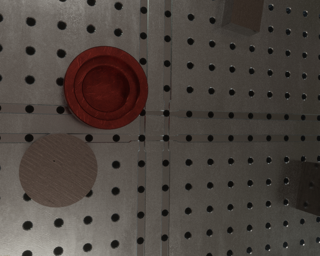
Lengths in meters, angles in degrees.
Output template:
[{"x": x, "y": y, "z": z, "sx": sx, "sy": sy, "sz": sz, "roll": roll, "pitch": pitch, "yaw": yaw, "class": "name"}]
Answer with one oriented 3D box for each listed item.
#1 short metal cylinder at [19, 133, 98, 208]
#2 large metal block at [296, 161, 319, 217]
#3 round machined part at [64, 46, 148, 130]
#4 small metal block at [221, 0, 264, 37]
[{"x": -0.117, "y": 0.046, "z": 0.357, "sx": 0.081, "sy": 0.050, "sz": 0.079, "roll": 0, "pitch": 90, "yaw": -21, "class": "short metal cylinder"}, {"x": 0.277, "y": 0.101, "z": 0.504, "sx": 0.081, "sy": 0.050, "sz": 0.080, "roll": 11, "pitch": 86, "yaw": -20, "class": "large metal block"}, {"x": -0.067, "y": -0.047, "z": 0.379, "sx": 0.099, "sy": 0.042, "sz": 0.097, "roll": 0, "pitch": 90, "yaw": -21, "class": "round machined part"}, {"x": 0.123, "y": -0.170, "z": 0.459, "sx": 0.050, "sy": 0.025, "sz": 0.050, "roll": 10, "pitch": 87, "yaw": -20, "class": "small metal block"}]
